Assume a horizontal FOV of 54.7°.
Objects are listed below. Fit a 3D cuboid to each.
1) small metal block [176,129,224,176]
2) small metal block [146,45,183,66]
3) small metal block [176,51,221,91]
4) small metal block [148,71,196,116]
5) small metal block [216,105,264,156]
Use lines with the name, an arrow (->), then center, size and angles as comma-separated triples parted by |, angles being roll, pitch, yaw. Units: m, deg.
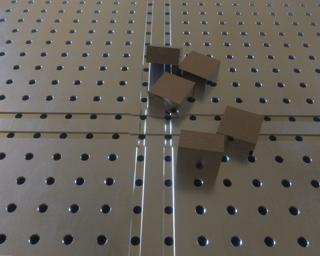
small metal block -> 0.047, 0.030, 0.367 | 0.050, 0.050, 0.025 | 7, 51, 5
small metal block -> 0.008, -0.117, 0.490 | 0.050, 0.025, 0.050 | 7, 18, 7
small metal block -> 0.060, -0.090, 0.484 | 0.050, 0.025, 0.050 | 26, 54, 19
small metal block -> 0.017, -0.050, 0.450 | 0.050, 0.025, 0.050 | 24, 54, 18
small metal block -> 0.104, 0.003, 0.407 | 0.050, 0.025, 0.050 | 18, 52, 14
